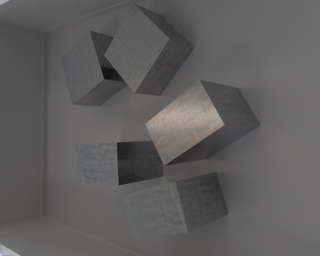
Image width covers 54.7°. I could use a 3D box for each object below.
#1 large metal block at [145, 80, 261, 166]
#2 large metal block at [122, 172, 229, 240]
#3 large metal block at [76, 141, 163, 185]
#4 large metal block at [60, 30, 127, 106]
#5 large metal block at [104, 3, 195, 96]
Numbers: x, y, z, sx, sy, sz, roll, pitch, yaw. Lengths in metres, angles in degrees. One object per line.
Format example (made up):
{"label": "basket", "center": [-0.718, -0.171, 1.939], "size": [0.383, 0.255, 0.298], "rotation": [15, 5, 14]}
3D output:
{"label": "large metal block", "center": [0.046, -0.003, 0.333], "size": [0.080, 0.081, 0.050], "rotation": [-38, 67, 33]}
{"label": "large metal block", "center": [0.018, 0.089, 0.356], "size": [0.080, 0.081, 0.050], "rotation": [-23, 75, 37]}
{"label": "large metal block", "center": [-0.054, 0.044, 0.416], "size": [0.080, 0.081, 0.050], "rotation": [-5, 87, 40]}
{"label": "large metal block", "center": [-0.100, -0.087, 0.474], "size": [0.080, 0.050, 0.080], "rotation": [-29, 72, 36]}
{"label": "large metal block", "center": [-0.016, -0.100, 0.404], "size": [0.080, 0.050, 0.080], "rotation": [51, 120, 27]}
